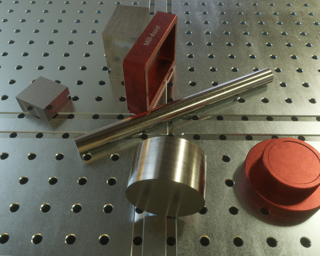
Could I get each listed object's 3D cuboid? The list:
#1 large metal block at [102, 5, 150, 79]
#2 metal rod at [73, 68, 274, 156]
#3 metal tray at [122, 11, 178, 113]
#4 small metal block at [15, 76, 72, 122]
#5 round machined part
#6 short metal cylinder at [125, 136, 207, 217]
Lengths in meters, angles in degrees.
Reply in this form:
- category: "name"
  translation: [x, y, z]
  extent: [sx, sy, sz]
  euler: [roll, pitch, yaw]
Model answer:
- category: "large metal block"
  translation: [-0.049, -0.132, 0.483]
  extent: [0.050, 0.080, 0.080]
  euler: [8, 51, 7]
- category: "metal rod"
  translation: [0.031, -0.028, 0.431]
  extent: [0.302, 0.025, 0.025]
  euler: [-21, 53, -17]
- category: "metal tray"
  translation: [-0.010, -0.094, 0.444]
  extent: [0.030, 0.090, 0.130]
  euler: [16, 52, 13]
- category: "small metal block"
  translation: [-0.165, -0.043, 0.442]
  extent: [0.050, 0.025, 0.050]
  euler: [22, 53, 17]
- category: "round machined part"
  translation: [0.148, 0.050, 0.356]
  extent: [0.099, 0.042, 0.098]
  euler: [0, 50, 0]
- category: "short metal cylinder"
  translation: [0.008, 0.053, 0.327]
  extent: [0.080, 0.080, 0.050]
  euler: [6, 51, 5]
